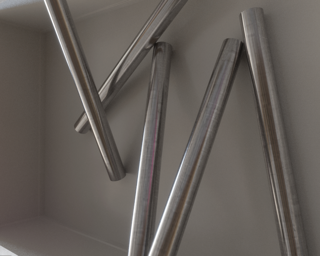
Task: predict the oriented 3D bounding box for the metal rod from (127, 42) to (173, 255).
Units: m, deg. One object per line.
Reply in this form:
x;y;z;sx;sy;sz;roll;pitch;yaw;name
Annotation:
-0.010;0.033;0.349;0.025;0.025;0.299;-13;62;39;metal rod

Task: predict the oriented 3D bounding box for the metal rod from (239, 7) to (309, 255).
0.117;0.026;0.309;0.025;0.025;0.298;-13;82;39;metal rod

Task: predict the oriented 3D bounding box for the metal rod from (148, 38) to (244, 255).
0.030;0.044;0.304;0.025;0.025;0.299;9;72;39;metal rod

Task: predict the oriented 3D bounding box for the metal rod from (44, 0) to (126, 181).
-0.100;-0.062;0.406;0.025;0.025;0.298;2;117;40;metal rod

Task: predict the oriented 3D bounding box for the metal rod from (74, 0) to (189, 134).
-0.045;-0.086;0.423;0.299;0.025;0.025;-45;63;36;metal rod
